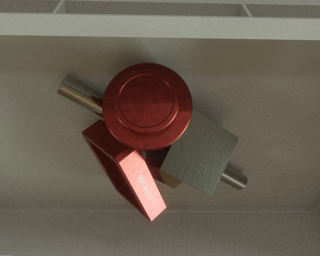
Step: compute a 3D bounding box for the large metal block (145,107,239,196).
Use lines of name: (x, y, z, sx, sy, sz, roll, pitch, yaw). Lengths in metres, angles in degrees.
large metal block: (0.039, 0.028, 0.389, 0.080, 0.050, 0.080, 30, 81, -23)

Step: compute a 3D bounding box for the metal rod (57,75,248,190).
metal rod: (0.006, 0.016, 0.421, 0.301, 0.025, 0.025, 29, 124, -23)

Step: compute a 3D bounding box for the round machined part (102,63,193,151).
round machined part: (-0.014, -0.025, 0.335, 0.099, 0.097, 0.042, -1, 171, 0)

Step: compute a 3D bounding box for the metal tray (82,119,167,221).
metal tray: (-0.046, 0.058, 0.415, 0.030, 0.090, 0.129, -39, 132, -21)

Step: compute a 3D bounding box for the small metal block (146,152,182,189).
small metal block: (0.008, 0.049, 0.432, 0.050, 0.050, 0.025, 31, 123, -24)
